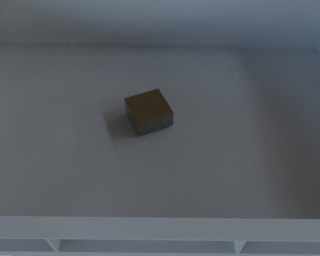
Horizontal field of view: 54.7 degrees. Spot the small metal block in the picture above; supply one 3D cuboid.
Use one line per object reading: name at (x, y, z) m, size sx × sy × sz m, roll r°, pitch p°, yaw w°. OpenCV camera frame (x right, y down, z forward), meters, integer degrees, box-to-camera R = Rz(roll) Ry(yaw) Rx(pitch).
small metal block at (-0.015, -0.022, 0.419) m, size 0.050 × 0.025 × 0.050 m, roll -18°, pitch 53°, yaw -15°
